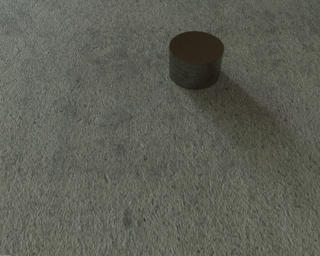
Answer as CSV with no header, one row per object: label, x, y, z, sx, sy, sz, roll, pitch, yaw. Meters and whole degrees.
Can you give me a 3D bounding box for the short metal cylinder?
short metal cylinder,0.054,-0.104,0.475,0.080,0.050,0.080,0,50,0
